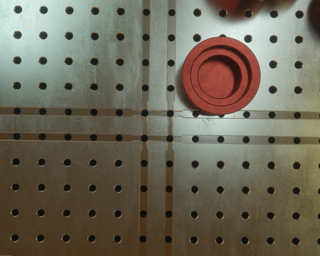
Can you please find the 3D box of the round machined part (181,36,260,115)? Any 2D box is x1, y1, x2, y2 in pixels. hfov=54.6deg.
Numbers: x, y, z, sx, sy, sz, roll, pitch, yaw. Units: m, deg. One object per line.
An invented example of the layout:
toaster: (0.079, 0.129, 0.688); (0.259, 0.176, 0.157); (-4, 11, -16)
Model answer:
round machined part: (0.076, -0.065, 0.405); (0.099, 0.042, 0.097); (0, 90, 0)
